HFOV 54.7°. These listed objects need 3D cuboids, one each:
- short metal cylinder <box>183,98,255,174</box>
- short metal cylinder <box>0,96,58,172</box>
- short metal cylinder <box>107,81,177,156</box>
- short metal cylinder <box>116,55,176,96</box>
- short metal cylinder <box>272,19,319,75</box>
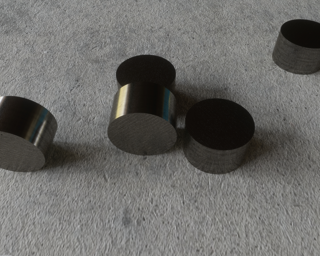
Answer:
[{"bbox_3d":[0.070,0.009,0.379,0.080,0.050,0.080,0,50,0],"label":"short metal cylinder"},{"bbox_3d":[-0.167,0.009,0.359,0.080,0.080,0.050,3,50,2],"label":"short metal cylinder"},{"bbox_3d":[-0.020,-0.010,0.375,0.080,0.080,0.050,2,50,1],"label":"short metal cylinder"},{"bbox_3d":[-0.019,-0.058,0.436,0.080,0.050,0.080,0,50,0],"label":"short metal cylinder"},{"bbox_3d":[0.228,-0.131,0.499,0.080,0.050,0.080,0,50,0],"label":"short metal cylinder"}]
